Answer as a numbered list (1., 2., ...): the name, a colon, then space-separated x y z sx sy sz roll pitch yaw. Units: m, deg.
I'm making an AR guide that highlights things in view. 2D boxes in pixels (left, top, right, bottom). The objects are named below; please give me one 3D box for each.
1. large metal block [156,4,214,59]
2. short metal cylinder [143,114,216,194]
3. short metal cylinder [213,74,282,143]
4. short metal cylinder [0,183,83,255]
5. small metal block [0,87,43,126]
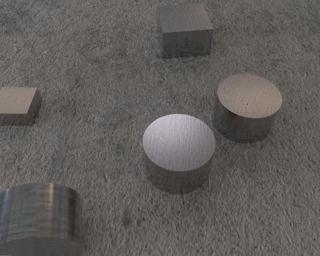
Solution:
1. large metal block: 0.039 -0.166 0.527 0.081 0.050 0.080 -6 50 -5
2. short metal cylinder: 0.021 0.030 0.362 0.081 0.050 0.080 0 50 0
3. short metal cylinder: 0.113 -0.026 0.410 0.081 0.050 0.080 0 50 0
4. short metal cylinder: -0.114 0.093 0.288 0.081 0.080 0.050 -8 51 -7
5. small metal block: -0.197 -0.030 0.427 0.050 0.025 0.050 1 50 1
